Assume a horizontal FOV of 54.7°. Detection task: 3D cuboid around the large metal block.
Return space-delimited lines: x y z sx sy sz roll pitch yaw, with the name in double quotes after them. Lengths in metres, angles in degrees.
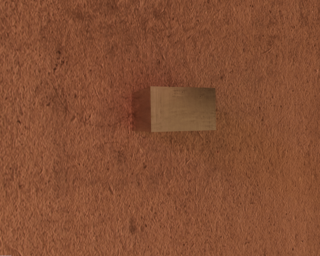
0.014 -0.022 0.387 0.081 0.080 0.050 -1 91 -20 "large metal block"
